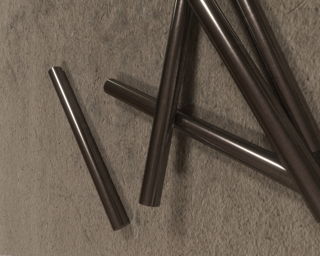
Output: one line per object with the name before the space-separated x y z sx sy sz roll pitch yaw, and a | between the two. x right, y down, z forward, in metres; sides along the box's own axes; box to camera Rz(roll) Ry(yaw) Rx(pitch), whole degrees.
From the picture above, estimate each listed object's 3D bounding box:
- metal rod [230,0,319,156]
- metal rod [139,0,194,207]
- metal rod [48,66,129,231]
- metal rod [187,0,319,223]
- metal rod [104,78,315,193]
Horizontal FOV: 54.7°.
metal rod | 0.097 -0.115 0.324 0.025 0.025 0.299 -29 72 36
metal rod | 0.014 -0.058 0.366 0.025 0.025 0.298 9 87 39
metal rod | -0.122 0.021 0.502 0.025 0.025 0.299 -42 65 32
metal rod | 0.082 -0.055 0.302 0.025 0.025 0.299 -37 69 33
metal rod | 0.033 -0.005 0.375 0.300 0.025 0.025 28 108 36
